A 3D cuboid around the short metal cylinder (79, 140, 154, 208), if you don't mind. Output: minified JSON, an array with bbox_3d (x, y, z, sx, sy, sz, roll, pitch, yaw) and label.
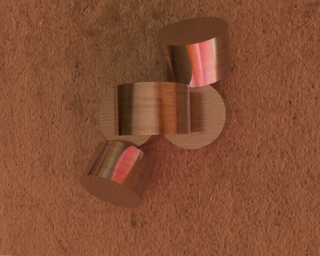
[{"bbox_3d":[-0.053,0.060,0.391,0.080,0.080,0.050,8,54,19],"label":"short metal cylinder"}]

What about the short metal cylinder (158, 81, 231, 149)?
[{"bbox_3d":[0.044,-0.015,0.380,0.080,0.050,0.079,0,90,19],"label":"short metal cylinder"}]

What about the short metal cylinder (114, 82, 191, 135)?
[{"bbox_3d":[-0.008,-0.018,0.330,0.080,0.080,0.050,-1,90,19],"label":"short metal cylinder"}]

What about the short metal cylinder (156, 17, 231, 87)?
[{"bbox_3d":[0.040,-0.089,0.359,0.080,0.080,0.050,1,129,19],"label":"short metal cylinder"}]

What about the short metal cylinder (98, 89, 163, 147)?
[{"bbox_3d":[-0.032,-0.015,0.407,0.080,0.050,0.079,0,90,19],"label":"short metal cylinder"}]
